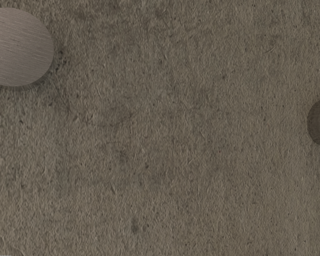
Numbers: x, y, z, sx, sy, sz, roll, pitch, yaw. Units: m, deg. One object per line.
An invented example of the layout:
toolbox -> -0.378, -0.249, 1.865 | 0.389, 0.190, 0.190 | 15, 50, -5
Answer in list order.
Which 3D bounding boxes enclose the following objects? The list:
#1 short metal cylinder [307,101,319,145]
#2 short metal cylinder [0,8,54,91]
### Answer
short metal cylinder -> 0.289, -0.008, 0.502 | 0.081, 0.050, 0.079 | 0, 90, -20
short metal cylinder -> -0.159, -0.082, 0.337 | 0.081, 0.050, 0.079 | 0, 90, -20
